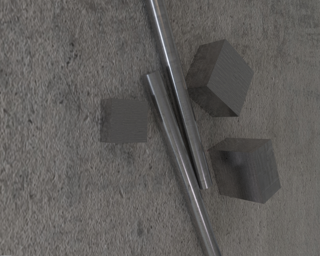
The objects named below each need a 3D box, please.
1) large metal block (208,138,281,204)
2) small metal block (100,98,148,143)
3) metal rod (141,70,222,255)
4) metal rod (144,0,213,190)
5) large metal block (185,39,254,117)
[{"bbox_3d":[0.130,0.062,0.477,0.050,0.080,0.080,-26,107,-37],"label":"large metal block"},{"bbox_3d":[-0.043,-0.008,0.369,0.050,0.025,0.050,1,89,-40],"label":"small metal block"},{"bbox_3d":[0.036,0.065,0.434,0.025,0.025,0.298,-31,110,-36],"label":"metal rod"},{"bbox_3d":[0.025,-0.054,0.425,0.025,0.025,0.298,-27,107,-37],"label":"metal rod"},{"bbox_3d":[0.087,-0.071,0.461,0.080,0.050,0.080,36,68,-34],"label":"large metal block"}]
